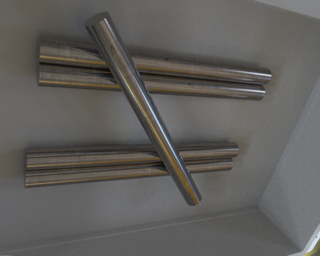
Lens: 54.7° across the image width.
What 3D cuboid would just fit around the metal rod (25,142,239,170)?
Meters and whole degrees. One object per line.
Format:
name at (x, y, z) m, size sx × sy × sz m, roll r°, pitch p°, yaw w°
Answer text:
metal rod at (-0.017, 0.035, 0.418) m, size 0.303 × 0.025 × 0.025 m, roll 0°, pitch 119°, yaw -29°

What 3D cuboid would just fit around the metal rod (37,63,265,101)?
metal rod at (0.012, -0.053, 0.380) m, size 0.303 × 0.025 × 0.025 m, roll 0°, pitch 118°, yaw -29°

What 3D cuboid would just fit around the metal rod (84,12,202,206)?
metal rod at (-0.004, 0.004, 0.375) m, size 0.025 × 0.025 × 0.299 m, roll -33°, pitch 129°, yaw -7°

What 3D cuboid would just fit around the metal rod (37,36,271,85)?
metal rod at (0.016, -0.074, 0.369) m, size 0.303 × 0.025 × 0.025 m, roll 0°, pitch 118°, yaw -29°

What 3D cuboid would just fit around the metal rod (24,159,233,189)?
metal rod at (-0.023, 0.057, 0.429) m, size 0.303 × 0.025 × 0.025 m, roll 0°, pitch 119°, yaw -29°
